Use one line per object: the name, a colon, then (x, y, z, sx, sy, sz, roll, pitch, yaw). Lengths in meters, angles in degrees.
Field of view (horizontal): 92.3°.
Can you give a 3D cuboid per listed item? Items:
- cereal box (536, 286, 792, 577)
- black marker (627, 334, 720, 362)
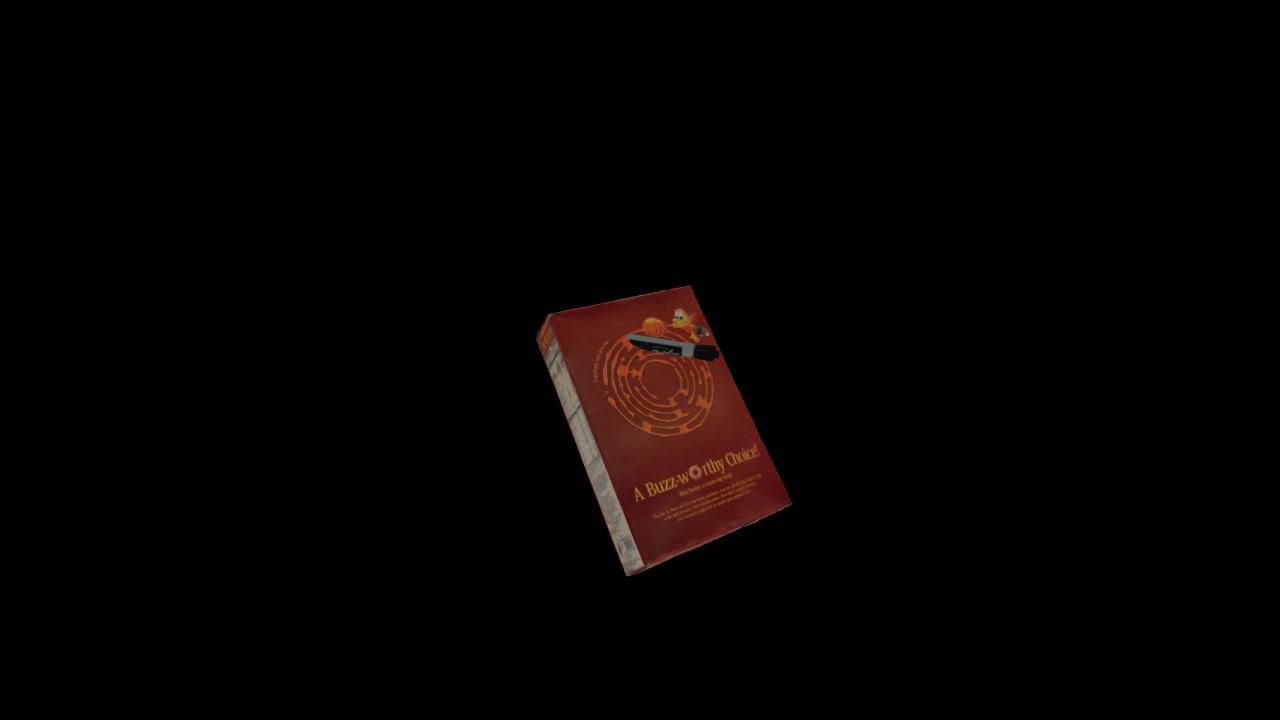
cereal box: (0.024, 0.069, 0.734, 0.203, 0.306, 0.081, -15, -19, -27)
black marker: (0.032, -0.016, 0.718, 0.121, 0.020, 0.020, 9, 2, 14)
